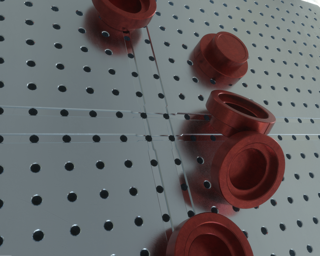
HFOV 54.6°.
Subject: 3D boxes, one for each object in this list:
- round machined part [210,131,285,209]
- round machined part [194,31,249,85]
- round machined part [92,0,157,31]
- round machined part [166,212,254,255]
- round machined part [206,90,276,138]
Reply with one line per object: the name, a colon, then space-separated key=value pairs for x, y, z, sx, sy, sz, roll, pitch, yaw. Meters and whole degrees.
round machined part: x=0.109 y=0.051 z=0.403 sx=0.099 sy=0.042 sz=0.097 roll=-5 pitch=103 yaw=-20
round machined part: x=0.112 y=-0.127 z=0.534 sx=0.099 sy=0.042 sz=0.098 roll=14 pitch=56 yaw=-21
round machined part: x=-0.058 y=-0.190 z=0.481 sx=0.099 sy=0.042 sz=0.098 roll=13 pitch=56 yaw=-21
round machined part: x=0.050 y=0.145 z=0.335 sx=0.099 sy=0.042 sz=0.098 roll=13 pitch=56 yaw=-21
round machined part: x=0.111 y=-0.014 z=0.447 sx=0.099 sy=0.042 sz=0.098 roll=17 pitch=25 yaw=-8
